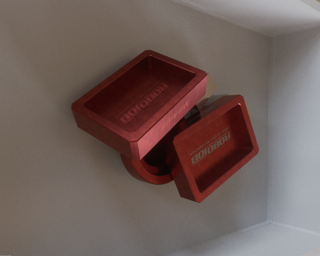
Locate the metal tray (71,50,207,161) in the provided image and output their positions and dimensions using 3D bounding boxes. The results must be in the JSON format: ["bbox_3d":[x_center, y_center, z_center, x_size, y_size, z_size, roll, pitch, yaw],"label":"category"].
[{"bbox_3d":[-0.019,-0.033,0.346,0.131,0.090,0.030,-44,149,-32],"label":"metal tray"}]

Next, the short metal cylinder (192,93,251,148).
[{"bbox_3d":[0.093,-0.011,0.468,0.081,0.050,0.079,0,90,-40],"label":"short metal cylinder"}]

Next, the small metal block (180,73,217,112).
[{"bbox_3d":[0.042,-0.048,0.425,0.050,0.050,0.025,-51,121,-29],"label":"small metal block"}]

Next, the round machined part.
[{"bbox_3d":[-0.010,0.020,0.389,0.099,0.042,0.097,0,90,-40],"label":"round machined part"}]

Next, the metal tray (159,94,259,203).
[{"bbox_3d":[0.068,0.022,0.398,0.131,0.030,0.090,-31,109,-31],"label":"metal tray"}]
